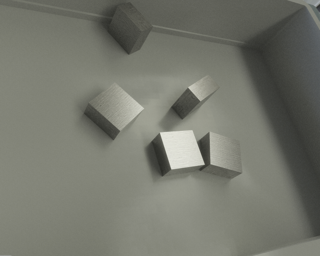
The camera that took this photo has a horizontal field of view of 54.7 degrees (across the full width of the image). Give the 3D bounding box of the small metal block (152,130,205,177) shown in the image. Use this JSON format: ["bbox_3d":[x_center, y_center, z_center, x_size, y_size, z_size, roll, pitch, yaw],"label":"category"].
[{"bbox_3d":[0.023,0.032,0.400,0.050,0.025,0.050,-4,64,-30],"label":"small metal block"}]

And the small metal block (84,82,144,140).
[{"bbox_3d":[-0.057,-0.022,0.389,0.050,0.025,0.050,42,51,0],"label":"small metal block"}]

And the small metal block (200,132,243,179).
[{"bbox_3d":[0.084,0.038,0.430,0.050,0.025,0.050,17,55,-19],"label":"small metal block"}]

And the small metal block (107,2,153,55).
[{"bbox_3d":[-0.045,-0.146,0.456,0.050,0.050,0.025,48,51,5],"label":"small metal block"}]

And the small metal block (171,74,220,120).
[{"bbox_3d":[0.051,-0.044,0.446,0.025,0.050,0.050,50,51,6],"label":"small metal block"}]
